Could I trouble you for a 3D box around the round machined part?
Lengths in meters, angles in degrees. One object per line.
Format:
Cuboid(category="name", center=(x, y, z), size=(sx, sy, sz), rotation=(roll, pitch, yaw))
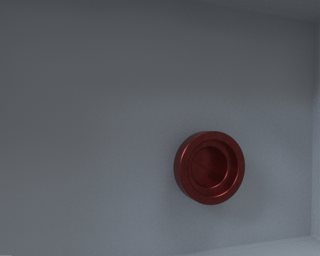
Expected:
Cuboid(category="round machined part", center=(0.064, 0.053, 0.427), size=(0.099, 0.042, 0.097), rotation=(0, 90, -21))
